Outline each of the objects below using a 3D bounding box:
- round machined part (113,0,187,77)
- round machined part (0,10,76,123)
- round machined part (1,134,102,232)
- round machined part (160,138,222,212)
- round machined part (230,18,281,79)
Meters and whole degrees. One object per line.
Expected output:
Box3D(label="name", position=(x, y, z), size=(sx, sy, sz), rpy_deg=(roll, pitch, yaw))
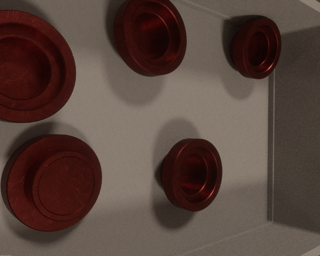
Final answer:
Box3D(label="round machined part", position=(-0.016, -0.112, 0.383), size=(0.099, 0.042, 0.097), rpy_deg=(0, 90, -40))
Box3D(label="round machined part", position=(-0.132, -0.053, 0.285), size=(0.099, 0.042, 0.097), rpy_deg=(0, 90, -40))
Box3D(label="round machined part", position=(-0.101, 0.055, 0.312), size=(0.099, 0.042, 0.097), rpy_deg=(0, 90, -40))
Box3D(label="round machined part", position=(0.039, 0.063, 0.431), size=(0.099, 0.042, 0.097), rpy_deg=(0, 90, -40))
Box3D(label="round machined part", position=(0.156, -0.133, 0.520), size=(0.099, 0.042, 0.097), rpy_deg=(-12, 110, -34))
